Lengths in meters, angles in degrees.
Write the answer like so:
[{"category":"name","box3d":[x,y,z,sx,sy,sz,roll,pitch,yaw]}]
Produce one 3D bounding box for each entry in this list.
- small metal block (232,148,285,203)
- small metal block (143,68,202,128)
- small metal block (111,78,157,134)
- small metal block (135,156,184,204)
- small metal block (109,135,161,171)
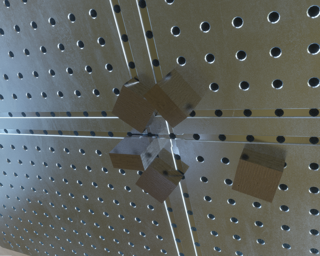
[{"category":"small metal block","box3d":[0.121,0.058,0.384,0.050,0.025,0.050,17,125,18]},{"category":"small metal block","box3d":[0.016,-0.036,0.365,0.050,0.050,0.025,47,129,-5]},{"category":"small metal block","box3d":[-0.030,-0.029,0.410,0.050,0.025,0.050,34,129,5]},{"category":"small metal block","box3d":[-0.002,0.077,0.460,0.050,0.025,0.050,36,129,4]},{"category":"small metal block","box3d":[-0.034,0.033,0.435,0.050,0.050,0.025,1,119,28]}]
